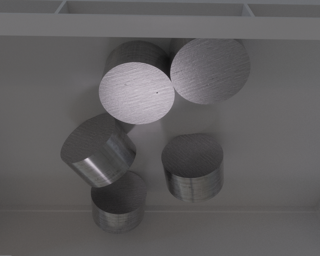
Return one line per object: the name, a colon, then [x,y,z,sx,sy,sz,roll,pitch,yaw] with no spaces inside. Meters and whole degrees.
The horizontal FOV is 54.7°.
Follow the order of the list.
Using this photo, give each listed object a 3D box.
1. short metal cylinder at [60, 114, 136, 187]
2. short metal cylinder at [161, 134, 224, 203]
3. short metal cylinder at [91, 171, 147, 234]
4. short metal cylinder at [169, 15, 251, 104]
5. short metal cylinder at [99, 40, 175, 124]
short metal cylinder: [-0.078,0.028,0.396,0.080,0.080,0.050,-22,127,17]
short metal cylinder: [0.045,0.053,0.418,0.080,0.080,0.050,-6,130,5]
short metal cylinder: [-0.062,0.110,0.466,0.081,0.080,0.050,5,130,-4]
short metal cylinder: [0.051,-0.072,0.332,0.081,0.050,0.079,0,130,0]
short metal cylinder: [-0.025,-0.051,0.349,0.080,0.050,0.079,0,130,0]
